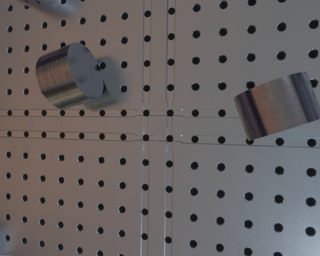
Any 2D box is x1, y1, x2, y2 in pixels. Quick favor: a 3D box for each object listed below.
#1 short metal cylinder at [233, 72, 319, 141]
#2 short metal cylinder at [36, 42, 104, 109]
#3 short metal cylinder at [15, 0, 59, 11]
[{"bbox_3d":[0.127,-0.022,0.338,0.080,0.080,0.050,-20,84,19],"label":"short metal cylinder"},{"bbox_3d":[-0.122,-0.071,0.426,0.050,0.080,0.080,-15,85,19],"label":"short metal cylinder"},{"bbox_3d":[-0.193,-0.226,0.468,0.080,0.050,0.079,0,90,20],"label":"short metal cylinder"}]
